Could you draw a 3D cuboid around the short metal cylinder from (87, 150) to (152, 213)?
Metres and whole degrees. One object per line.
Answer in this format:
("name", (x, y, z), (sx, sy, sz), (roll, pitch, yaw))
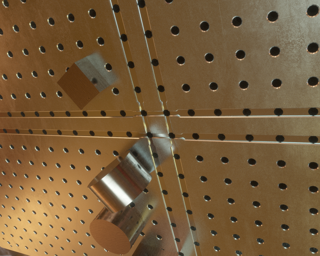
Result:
("short metal cylinder", (-0.058, 0.078, 0.455), (0.080, 0.080, 0.050), (-34, 99, 38))

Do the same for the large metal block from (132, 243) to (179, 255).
("large metal block", (-0.015, 0.260, 0.545), (0.080, 0.080, 0.050), (5, 121, 25))

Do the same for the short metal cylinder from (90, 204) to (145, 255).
("short metal cylinder", (-0.074, 0.172, 0.541), (0.080, 0.050, 0.079), (13, 124, 21))

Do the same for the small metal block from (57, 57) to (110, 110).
("small metal block", (-0.106, -0.061, 0.430), (0.050, 0.025, 0.050), (-34, 100, 38))
